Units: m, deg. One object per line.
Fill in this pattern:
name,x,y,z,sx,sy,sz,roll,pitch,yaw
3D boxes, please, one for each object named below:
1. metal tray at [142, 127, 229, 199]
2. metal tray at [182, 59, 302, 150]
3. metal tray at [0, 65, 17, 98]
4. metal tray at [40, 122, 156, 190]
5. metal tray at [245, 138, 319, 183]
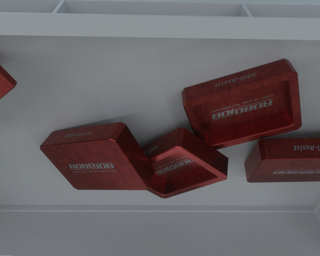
metal tray,0.016,0.054,0.428,0.090,0.030,0.130,34,139,-26
metal tray,0.102,-0.024,0.387,0.130,0.030,0.090,-15,129,12
metal tray,-0.212,-0.021,0.304,0.130,0.090,0.030,-45,129,-14
metal tray,-0.082,0.041,0.406,0.130,0.030,0.090,-7,128,32
metal tray,0.193,0.046,0.428,0.131,0.030,0.090,-1,152,0
